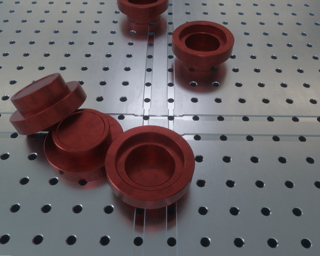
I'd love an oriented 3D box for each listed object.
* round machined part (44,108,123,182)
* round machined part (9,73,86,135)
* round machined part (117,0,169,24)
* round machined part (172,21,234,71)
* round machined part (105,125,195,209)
[{"bbox_3d":[-0.094,0.014,0.385,0.099,0.042,0.098,0,50,0],"label":"round machined part"},{"bbox_3d":[-0.149,-0.036,0.399,0.098,0.042,0.098,-20,27,11],"label":"round machined part"},{"bbox_3d":[-0.032,-0.237,0.596,0.099,0.042,0.098,0,50,0],"label":"round machined part"},{"bbox_3d":[0.068,-0.131,0.507,0.099,0.042,0.098,0,50,0],"label":"round machined part"},{"bbox_3d":[-0.012,0.047,0.355,0.099,0.042,0.098,2,51,-2],"label":"round machined part"}]
